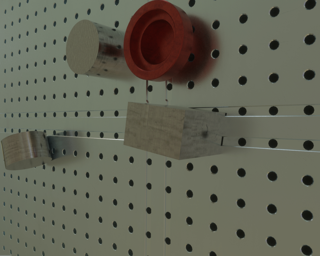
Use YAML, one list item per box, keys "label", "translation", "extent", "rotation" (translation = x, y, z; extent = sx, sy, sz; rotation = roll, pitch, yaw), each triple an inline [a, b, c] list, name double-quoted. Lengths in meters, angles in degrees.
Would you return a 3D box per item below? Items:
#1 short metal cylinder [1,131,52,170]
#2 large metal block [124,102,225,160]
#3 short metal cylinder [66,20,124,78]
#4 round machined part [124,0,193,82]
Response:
- label: "short metal cylinder"
  translation: [-0.249, 0.043, 0.580]
  extent: [0.080, 0.081, 0.050]
  rotation: [-27, 73, 37]
- label: "large metal block"
  translation: [0.017, 0.001, 0.359]
  extent: [0.080, 0.081, 0.050]
  rotation: [11, 98, 39]
- label: "short metal cylinder"
  translation: [-0.099, -0.119, 0.475]
  extent: [0.080, 0.050, 0.080]
  rotation: [0, 90, 40]
- label: "round machined part"
  translation: [0.002, -0.108, 0.397]
  extent: [0.098, 0.042, 0.097]
  rotation: [0, 90, 40]
